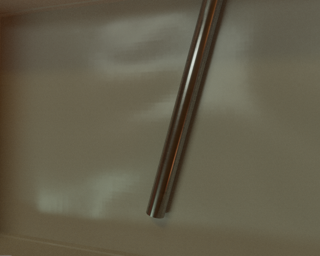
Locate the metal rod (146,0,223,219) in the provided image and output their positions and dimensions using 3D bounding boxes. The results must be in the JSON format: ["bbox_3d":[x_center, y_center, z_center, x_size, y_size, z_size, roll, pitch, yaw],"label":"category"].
[{"bbox_3d":[0.031,-0.029,0.399,0.025,0.025,0.298,17,96,19],"label":"metal rod"}]
